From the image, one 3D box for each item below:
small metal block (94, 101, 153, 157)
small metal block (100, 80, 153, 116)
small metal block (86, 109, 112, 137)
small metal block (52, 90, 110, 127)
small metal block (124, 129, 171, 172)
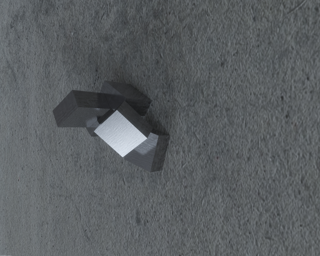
[{"bbox_3d":[-0.046,0.002,0.394,0.050,0.025,0.050,44,124,-12],"label":"small metal block"},{"bbox_3d":[-0.048,-0.041,0.428,0.050,0.050,0.025,39,114,32],"label":"small metal block"},{"bbox_3d":[-0.087,-0.014,0.460,0.025,0.050,0.050,-52,60,27],"label":"small metal block"},{"bbox_3d":[-0.103,-0.024,0.408,0.050,0.050,0.025,-36,68,34],"label":"small metal block"},{"bbox_3d":[-0.018,0.026,0.419,0.050,0.025,0.050,21,103,37],"label":"small metal block"}]
